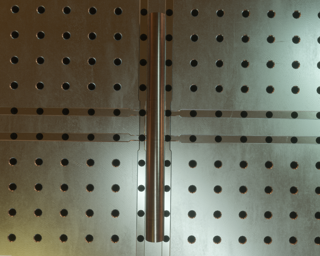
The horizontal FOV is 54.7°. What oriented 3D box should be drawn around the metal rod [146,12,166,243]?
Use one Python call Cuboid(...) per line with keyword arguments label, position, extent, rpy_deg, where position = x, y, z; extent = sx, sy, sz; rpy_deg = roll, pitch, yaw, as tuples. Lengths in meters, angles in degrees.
Cuboid(label="metal rod", position=(-0.006, -0.001, 0.413), extent=(0.025, 0.025, 0.298), rpy_deg=(0, 90, -1))
